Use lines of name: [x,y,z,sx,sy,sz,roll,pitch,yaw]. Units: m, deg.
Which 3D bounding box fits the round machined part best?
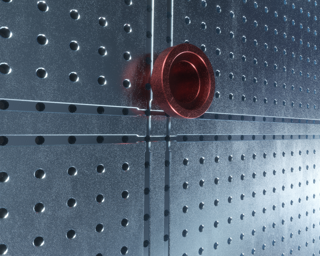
round machined part: [0.027,-0.061,0.419,0.099,0.042,0.097,0,90,-40]
